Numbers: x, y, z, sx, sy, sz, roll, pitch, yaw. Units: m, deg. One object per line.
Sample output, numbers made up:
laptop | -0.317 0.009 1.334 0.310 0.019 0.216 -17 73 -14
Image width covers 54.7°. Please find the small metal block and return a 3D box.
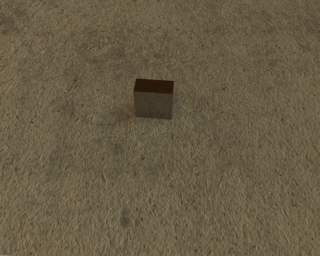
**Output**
small metal block | -0.008 -0.039 0.420 0.050 0.050 0.025 4 50 3
